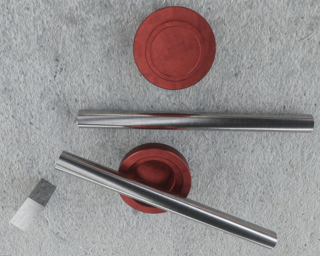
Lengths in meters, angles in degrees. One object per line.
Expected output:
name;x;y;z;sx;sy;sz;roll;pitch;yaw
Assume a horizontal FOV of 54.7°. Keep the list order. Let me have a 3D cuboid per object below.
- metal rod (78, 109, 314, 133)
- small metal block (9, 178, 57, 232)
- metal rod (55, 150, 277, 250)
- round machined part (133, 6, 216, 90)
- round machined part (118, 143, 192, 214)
metal rod;0.047;-0.009;0.406;0.302;0.025;0.025;1;110;-1
small metal block;-0.177;0.106;0.434;0.025;0.050;0.050;37;106;-13
metal rod;0.015;0.096;0.400;0.302;0.025;0.025;23;108;-9
round machined part;0.018;-0.092;0.367;0.099;0.042;0.097;0;110;0
round machined part;-0.008;0.064;0.424;0.099;0.042;0.097;0;110;0
